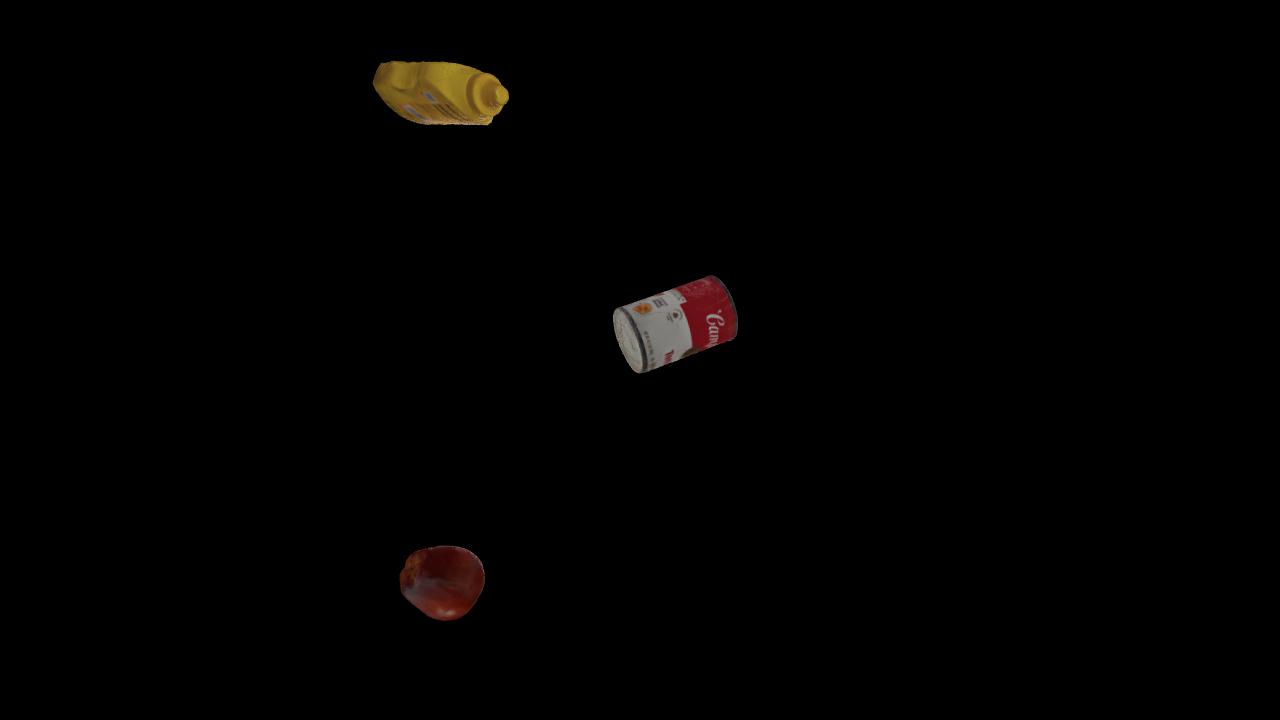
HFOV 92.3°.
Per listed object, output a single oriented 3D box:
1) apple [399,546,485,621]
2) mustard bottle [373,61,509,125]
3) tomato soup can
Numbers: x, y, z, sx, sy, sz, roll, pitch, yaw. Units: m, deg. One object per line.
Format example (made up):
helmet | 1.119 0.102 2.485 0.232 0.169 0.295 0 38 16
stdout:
apple | -0.217 0.245 0.683 0.079 0.079 0.093 0 -33 48
mustard bottle | -0.210 -0.294 0.685 0.184 0.054 0.092 18 -8 36
tomato soup can | 0.033 -0.034 0.585 0.101 0.068 0.068 -20 6 -16
